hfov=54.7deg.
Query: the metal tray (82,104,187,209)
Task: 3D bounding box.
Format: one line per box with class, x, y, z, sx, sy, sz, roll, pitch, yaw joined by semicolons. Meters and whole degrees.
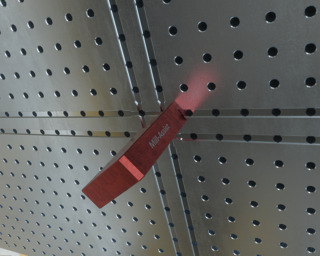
metal tray;-0.027;0.030;0.375;0.030;0.131;0.090;47;129;-4
